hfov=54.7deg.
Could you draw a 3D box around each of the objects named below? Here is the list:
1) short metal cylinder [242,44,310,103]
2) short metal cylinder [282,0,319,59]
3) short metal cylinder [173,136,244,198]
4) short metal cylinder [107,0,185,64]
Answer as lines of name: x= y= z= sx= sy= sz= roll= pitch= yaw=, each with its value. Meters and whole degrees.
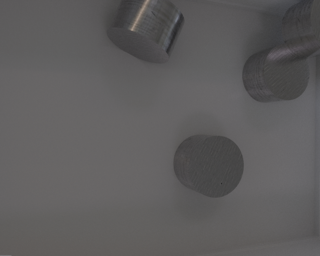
short metal cylinder: x=0.171 y=-0.079 z=0.460 sx=0.081 sy=0.050 sz=0.080 roll=0 pitch=90 yaw=-20
short metal cylinder: x=0.216 y=-0.140 z=0.424 sx=0.081 sy=0.050 sz=0.080 roll=0 pitch=90 yaw=-21
short metal cylinder: x=0.065 y=0.050 z=0.421 sx=0.081 sy=0.050 sz=0.080 roll=0 pitch=90 yaw=-20
short metal cylinder: x=-0.017 y=-0.120 z=0.375 sx=0.080 sy=0.080 sz=0.050 roll=25 pitch=82 yaw=-19
